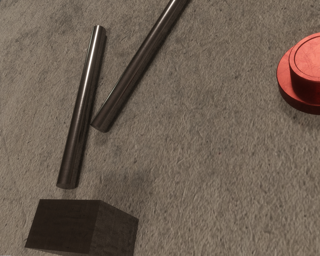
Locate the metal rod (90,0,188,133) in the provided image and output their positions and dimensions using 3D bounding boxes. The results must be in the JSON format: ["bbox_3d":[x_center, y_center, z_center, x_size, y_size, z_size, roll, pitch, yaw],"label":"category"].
[{"bbox_3d":[-0.019,-0.125,0.488,0.025,0.025,0.300,19,71,35],"label":"metal rod"}]

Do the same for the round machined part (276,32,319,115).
[{"bbox_3d":[0.180,-0.066,0.339,0.098,0.042,0.098,-13,56,20],"label":"round machined part"}]

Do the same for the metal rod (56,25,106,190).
[{"bbox_3d":[-0.120,-0.050,0.495,0.025,0.025,0.299,-10,57,22],"label":"metal rod"}]

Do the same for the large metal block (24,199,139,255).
[{"bbox_3d":[-0.081,0.114,0.339,0.080,0.080,0.050,-6,60,25],"label":"large metal block"}]
